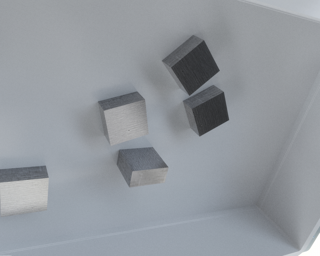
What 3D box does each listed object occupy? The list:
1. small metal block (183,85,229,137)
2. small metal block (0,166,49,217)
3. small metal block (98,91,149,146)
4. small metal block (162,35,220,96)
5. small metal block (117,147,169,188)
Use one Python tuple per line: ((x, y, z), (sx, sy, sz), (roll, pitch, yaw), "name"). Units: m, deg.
((0.065, -0.024, 0.431), (0.050, 0.025, 0.050), (-29, 129, -11), "small metal block")
((-0.161, 0.074, 0.367), (0.050, 0.025, 0.050), (-2, 119, -28), "small metal block")
((-0.044, -0.012, 0.379), (0.050, 0.025, 0.050), (-17, 126, -19), "small metal block")
((0.039, -0.077, 0.384), (0.050, 0.025, 0.050), (-40, 130, -1), "small metal block")
((-0.024, 0.051, 0.412), (0.050, 0.050, 0.025), (-2, 120, -28), "small metal block")
